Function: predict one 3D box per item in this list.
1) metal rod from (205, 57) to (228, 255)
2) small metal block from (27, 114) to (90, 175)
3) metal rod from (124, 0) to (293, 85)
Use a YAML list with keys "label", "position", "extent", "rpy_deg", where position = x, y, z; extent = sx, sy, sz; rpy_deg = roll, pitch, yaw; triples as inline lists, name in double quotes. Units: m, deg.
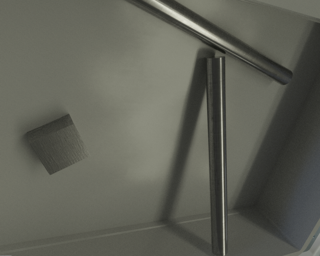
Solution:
- label: "metal rod"
  position: [0.082, 0.051, 0.440]
  extent: [0.025, 0.025, 0.298]
  rpy_deg: [-12, 109, -22]
- label: "small metal block"
  position: [-0.116, 0.019, 0.358]
  extent: [0.050, 0.025, 0.050]
  rpy_deg: [-26, 128, -13]
- label: "metal rod"
  position: [0.069, -0.110, 0.379]
  extent: [0.302, 0.025, 0.025]
  rpy_deg: [16, 110, -35]
